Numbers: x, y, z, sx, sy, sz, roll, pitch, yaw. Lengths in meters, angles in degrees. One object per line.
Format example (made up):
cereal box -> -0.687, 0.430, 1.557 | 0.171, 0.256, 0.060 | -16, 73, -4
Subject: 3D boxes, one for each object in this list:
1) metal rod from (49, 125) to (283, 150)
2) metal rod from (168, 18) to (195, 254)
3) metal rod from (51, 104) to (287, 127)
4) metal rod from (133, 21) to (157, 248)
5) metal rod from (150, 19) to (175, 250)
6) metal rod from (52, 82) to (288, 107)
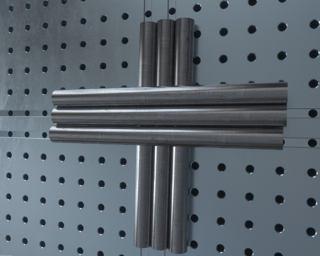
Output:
metal rod -> -0.007, 0.010, 0.389 | 0.301, 0.025, 0.025 | 1, 90, 20
metal rod -> 0.028, 0.010, 0.403 | 0.025, 0.025, 0.298 | 2, 91, 20
metal rod -> -0.004, -0.015, 0.388 | 0.301, 0.025, 0.025 | 1, 90, 20
metal rod -> -0.019, 0.009, 0.420 | 0.025, 0.025, 0.298 | 2, 91, 20
metal rod -> 0.004, 0.009, 0.412 | 0.025, 0.025, 0.298 | 2, 91, 20
metal rod -> -0.003, -0.040, 0.387 | 0.301, 0.025, 0.025 | 1, 90, 20
